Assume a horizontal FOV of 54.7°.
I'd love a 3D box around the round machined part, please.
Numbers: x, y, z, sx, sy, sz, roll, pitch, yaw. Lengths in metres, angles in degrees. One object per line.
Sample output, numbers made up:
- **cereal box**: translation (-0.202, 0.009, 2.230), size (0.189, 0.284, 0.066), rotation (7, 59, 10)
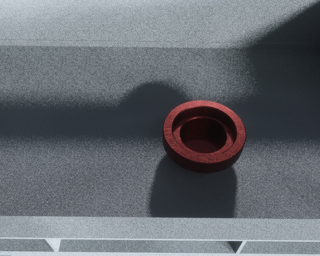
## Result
- **round machined part**: translation (0.052, 0.015, 0.382), size (0.099, 0.042, 0.098), rotation (0, 50, 0)
